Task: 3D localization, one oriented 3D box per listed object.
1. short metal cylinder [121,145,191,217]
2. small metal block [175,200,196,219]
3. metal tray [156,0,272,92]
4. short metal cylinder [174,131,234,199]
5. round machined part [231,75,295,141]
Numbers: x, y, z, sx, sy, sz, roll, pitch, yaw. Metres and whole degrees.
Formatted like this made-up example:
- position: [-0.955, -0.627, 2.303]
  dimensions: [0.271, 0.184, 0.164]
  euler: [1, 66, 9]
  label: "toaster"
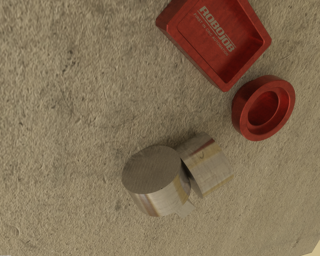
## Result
- position: [-0.004, 0.069, 0.412]
  dimensions: [0.080, 0.080, 0.050]
  euler: [-30, 129, -9]
  label: "short metal cylinder"
- position: [0.020, 0.101, 0.465]
  dimensions: [0.025, 0.050, 0.050]
  euler: [-43, 130, 1]
  label: "small metal block"
- position: [0.069, -0.114, 0.370]
  dimensions: [0.090, 0.030, 0.130]
  euler: [-49, 129, 6]
  label: "metal tray"
- position: [0.058, 0.052, 0.435]
  dimensions: [0.050, 0.080, 0.080]
  euler: [-31, 129, -9]
  label: "short metal cylinder"
- position: [0.145, -0.032, 0.456]
  dimensions: [0.099, 0.042, 0.097]
  euler: [-14, 124, -21]
  label: "round machined part"
